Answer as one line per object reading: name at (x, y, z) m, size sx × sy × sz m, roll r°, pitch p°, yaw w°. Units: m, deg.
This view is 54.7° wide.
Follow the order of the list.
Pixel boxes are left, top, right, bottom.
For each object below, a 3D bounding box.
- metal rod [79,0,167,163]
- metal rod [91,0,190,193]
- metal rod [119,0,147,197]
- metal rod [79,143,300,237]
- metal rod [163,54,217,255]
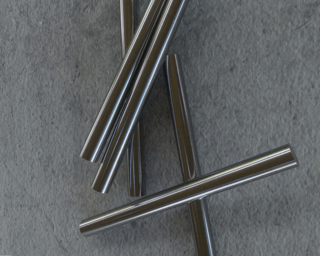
metal rod at (-0.030, -0.097, 0.395) m, size 0.025 × 0.025 × 0.299 m, roll 24°, pitch 89°, yaw 18°
metal rod at (-0.020, -0.057, 0.389) m, size 0.025 × 0.025 × 0.298 m, roll 25°, pitch 95°, yaw 18°
metal rod at (-0.038, -0.059, 0.421) m, size 0.025 × 0.025 × 0.298 m, roll -3°, pitch 89°, yaw 19°
metal rod at (0.014, 0.085, 0.379) m, size 0.300 × 0.025 × 0.025 m, roll -26°, pitch 82°, yaw 26°
metal rod at (0.040, 0.055, 0.394) m, size 0.025 × 0.025 × 0.298 m, roll -11°, pitch 86°, yaw 19°
